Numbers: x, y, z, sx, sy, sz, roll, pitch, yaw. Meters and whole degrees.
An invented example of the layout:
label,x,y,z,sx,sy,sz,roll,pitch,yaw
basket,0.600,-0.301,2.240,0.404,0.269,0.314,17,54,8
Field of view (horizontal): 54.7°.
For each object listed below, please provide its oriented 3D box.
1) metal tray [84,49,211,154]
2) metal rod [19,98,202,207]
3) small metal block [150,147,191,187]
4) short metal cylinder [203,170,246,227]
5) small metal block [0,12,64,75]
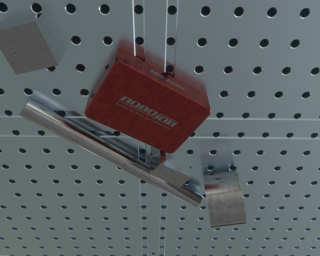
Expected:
label,x,y,z,sx,sy,sz,roll,pitch,yaw
metal tray,-0.015,-0.027,0.385,0.131,0.030,0.090,26,125,-21
metal rod,-0.054,0.046,0.450,0.301,0.025,0.025,32,123,-25
small metal block,0.014,0.048,0.437,0.050,0.050,0.025,27,125,-21
short metal cylinder,0.096,0.107,0.468,0.050,0.080,0.080,-9,130,7
small metal block,-0.141,-0.090,0.333,0.050,0.025,0.050,-11,130,8
